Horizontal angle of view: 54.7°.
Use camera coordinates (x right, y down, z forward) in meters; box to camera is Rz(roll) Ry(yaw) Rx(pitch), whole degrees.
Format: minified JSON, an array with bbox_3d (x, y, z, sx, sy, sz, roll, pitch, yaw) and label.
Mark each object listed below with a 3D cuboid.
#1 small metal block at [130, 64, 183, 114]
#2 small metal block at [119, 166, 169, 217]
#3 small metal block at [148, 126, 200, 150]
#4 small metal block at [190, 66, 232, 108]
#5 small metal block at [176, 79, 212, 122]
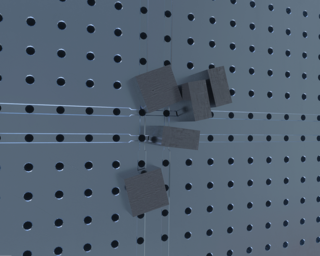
[{"bbox_3d":[-0.005,-0.051,0.412,0.050,0.025,0.050,-23,98,-19],"label":"small metal block"},{"bbox_3d":[-0.021,0.082,0.406,0.050,0.025,0.050,-15,95,-20],"label":"small metal block"},{"bbox_3d":[0.018,0.012,0.407,0.050,0.050,0.025,8,88,-20],"label":"small metal block"},{"bbox_3d":[0.070,-0.054,0.426,0.025,0.050,0.050,-16,96,-20],"label":"small metal block"},{"bbox_3d":[0.042,-0.035,0.416,0.025,0.050,0.050,-12,95,-20],"label":"small metal block"}]
